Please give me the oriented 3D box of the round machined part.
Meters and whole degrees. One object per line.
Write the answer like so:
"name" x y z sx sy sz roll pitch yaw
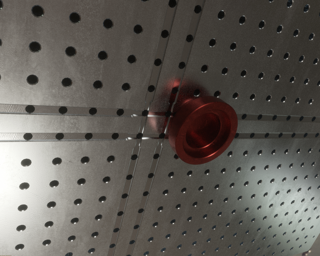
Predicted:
"round machined part" 0.056 0.000 0.432 0.099 0.042 0.097 -14 125 -21
